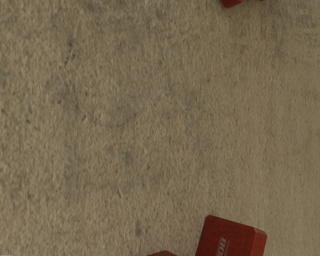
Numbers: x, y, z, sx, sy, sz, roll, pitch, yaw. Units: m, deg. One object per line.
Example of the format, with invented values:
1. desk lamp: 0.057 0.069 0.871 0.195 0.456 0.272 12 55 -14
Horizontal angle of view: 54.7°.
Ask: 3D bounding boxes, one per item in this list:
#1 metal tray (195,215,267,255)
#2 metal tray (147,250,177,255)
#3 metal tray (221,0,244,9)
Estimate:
1. metal tray: 0.092 0.200 0.442 0.030 0.090 0.130 31 71 -36
2. metal tray: -0.016 0.232 0.390 0.091 0.030 0.129 3 88 -40
3. metal tray: 0.133 -0.267 0.507 0.131 0.030 0.090 -45 113 -28
